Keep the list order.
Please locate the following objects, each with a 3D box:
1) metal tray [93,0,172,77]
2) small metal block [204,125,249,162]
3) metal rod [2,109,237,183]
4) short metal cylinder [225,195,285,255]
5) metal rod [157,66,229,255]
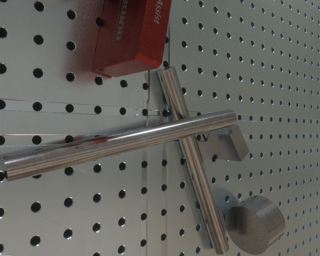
[{"bbox_3d":[-0.029,-0.127,0.343,0.030,0.090,0.129,14,81,-40],"label":"metal tray"},{"bbox_3d":[0.104,0.023,0.483,0.025,0.050,0.050,-42,116,-32],"label":"small metal block"},{"bbox_3d":[-0.021,0.012,0.371,0.303,0.025,0.025,-12,98,-33],"label":"metal rod"},{"bbox_3d":[0.155,0.157,0.507,0.050,0.080,0.079,-16,100,-39],"label":"short metal cylinder"},{"bbox_3d":[0.053,0.057,0.456,0.025,0.025,0.298,-30,109,-36],"label":"metal rod"}]
